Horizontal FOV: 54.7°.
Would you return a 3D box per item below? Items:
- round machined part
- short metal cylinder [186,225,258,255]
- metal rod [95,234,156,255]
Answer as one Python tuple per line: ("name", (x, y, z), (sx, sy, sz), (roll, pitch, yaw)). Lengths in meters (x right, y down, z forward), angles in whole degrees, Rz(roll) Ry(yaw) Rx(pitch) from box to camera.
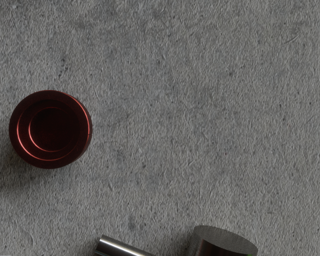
("round machined part", (-0.136, 0.002, 0.400), (0.099, 0.042, 0.097), (0, 90, -1))
("short metal cylinder", (0.074, 0.161, 0.384), (0.080, 0.080, 0.050), (15, 90, -1))
("metal rod", (0.059, 0.209, 0.410), (0.301, 0.025, 0.025), (22, 90, -1))
